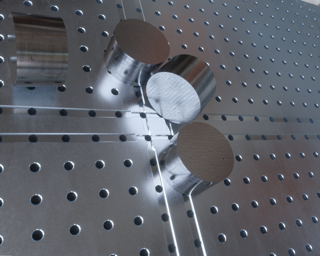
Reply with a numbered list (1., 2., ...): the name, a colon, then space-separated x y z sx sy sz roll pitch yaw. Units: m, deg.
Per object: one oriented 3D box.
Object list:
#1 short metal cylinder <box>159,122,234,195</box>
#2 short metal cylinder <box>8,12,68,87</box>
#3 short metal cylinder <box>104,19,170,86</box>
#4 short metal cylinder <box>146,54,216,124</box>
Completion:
1. short metal cylinder: 0.045 0.039 0.392 0.081 0.050 0.080 14 56 -21
2. short metal cylinder: -0.140 -0.087 0.350 0.050 0.080 0.080 -5 64 -30
3. short metal cylinder: -0.033 -0.107 0.439 0.081 0.050 0.080 13 56 -21
4. short metal cylinder: 0.029 -0.052 0.420 0.080 0.080 0.050 41 51 -1
